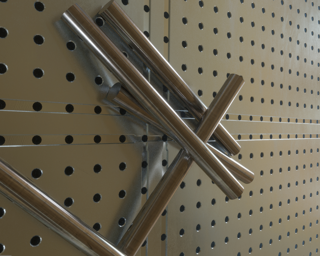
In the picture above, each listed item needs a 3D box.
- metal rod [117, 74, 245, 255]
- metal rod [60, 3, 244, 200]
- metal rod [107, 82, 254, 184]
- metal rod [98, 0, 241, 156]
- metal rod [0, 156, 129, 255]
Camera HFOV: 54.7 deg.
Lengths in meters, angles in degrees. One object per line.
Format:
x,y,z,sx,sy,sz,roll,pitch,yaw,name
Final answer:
0.030,0.047,0.409,0.025,0.025,0.300,45,71,-31,metal rod
0.002,-0.020,0.371,0.300,0.025,0.025,47,61,-16,metal rod
0.050,0.021,0.453,0.301,0.025,0.025,32,70,-36,metal rod
0.030,-0.052,0.436,0.300,0.025,0.025,44,64,-32,metal rod
-0.074,0.119,0.324,0.300,0.025,0.025,47,62,-22,metal rod
